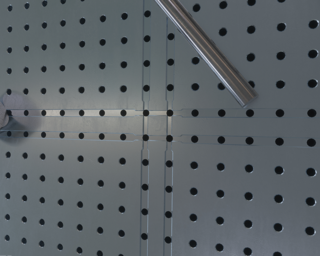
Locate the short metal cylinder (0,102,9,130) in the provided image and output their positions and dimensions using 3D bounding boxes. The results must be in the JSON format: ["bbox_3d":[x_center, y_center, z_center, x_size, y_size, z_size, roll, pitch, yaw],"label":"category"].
[{"bbox_3d":[-0.290,-0.017,0.485,0.050,0.080,0.080,-38,78,16],"label":"short metal cylinder"}]

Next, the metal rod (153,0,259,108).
[{"bbox_3d":[0.022,-0.150,0.404,0.025,0.025,0.299,-40,78,15],"label":"metal rod"}]
